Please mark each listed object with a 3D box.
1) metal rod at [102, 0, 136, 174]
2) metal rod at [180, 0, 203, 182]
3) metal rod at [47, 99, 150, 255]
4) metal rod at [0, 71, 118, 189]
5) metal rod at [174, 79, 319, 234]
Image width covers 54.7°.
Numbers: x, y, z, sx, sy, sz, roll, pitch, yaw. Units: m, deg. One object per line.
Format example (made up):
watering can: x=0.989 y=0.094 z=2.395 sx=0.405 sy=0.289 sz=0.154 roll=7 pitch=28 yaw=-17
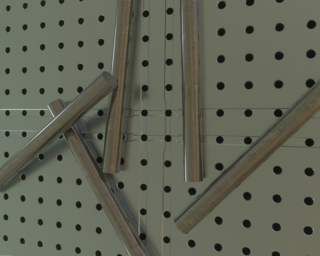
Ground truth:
metal rod: x=-0.055 y=-0.087 z=0.430 sx=0.025 sy=0.025 sz=0.298 roll=6 pitch=92 yaw=19
metal rod: x=0.040 y=-0.082 z=0.397 sx=0.025 sy=0.025 sz=0.298 roll=-1 pitch=90 yaw=19
metal rod: x=-0.080 y=0.089 z=0.439 sx=0.025 sy=0.025 sz=0.299 roll=-35 pitch=79 yaw=16
metal rod: x=-0.173 y=0.020 z=0.449 sx=0.299 sy=0.025 sz=0.025 roll=-36 pitch=79 yaw=24
metal rod: x=0.126 y=0.020 z=0.367 sx=0.025 sy=0.025 sz=0.299 roll=46 pitch=104 yaw=14
